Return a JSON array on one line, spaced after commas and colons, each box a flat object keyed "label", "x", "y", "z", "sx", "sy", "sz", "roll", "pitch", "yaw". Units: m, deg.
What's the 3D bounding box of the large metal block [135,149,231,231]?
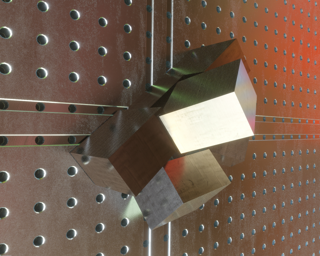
[{"label": "large metal block", "x": 0.026, "y": 0.076, "z": 0.385, "sx": 0.081, "sy": 0.080, "sz": 0.050, "roll": -11, "pitch": 61, "yaw": -39}]

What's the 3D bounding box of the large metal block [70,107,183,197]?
[{"label": "large metal block", "x": -0.037, "y": 0.022, "z": 0.340, "sx": 0.080, "sy": 0.080, "sz": 0.050, "roll": -46, "pitch": 118, "yaw": -30}]

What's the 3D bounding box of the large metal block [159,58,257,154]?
[{"label": "large metal block", "x": 0.056, "y": -0.025, "z": 0.337, "sx": 0.050, "sy": 0.080, "sz": 0.080, "roll": 60, "pitch": 31, "yaw": -23}]

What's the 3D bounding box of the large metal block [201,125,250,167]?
[{"label": "large metal block", "x": 0.093, "y": 0.007, "z": 0.441, "sx": 0.050, "sy": 0.080, "sz": 0.080, "roll": 15, "pitch": 77, "yaw": 3}]

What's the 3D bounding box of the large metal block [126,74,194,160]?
[{"label": "large metal block", "x": 0.010, "y": -0.011, "z": 0.402, "sx": 0.080, "sy": 0.050, "sz": 0.080, "roll": -47, "pitch": 118, "yaw": -30}]

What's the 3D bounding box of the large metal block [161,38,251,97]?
[{"label": "large metal block", "x": 0.062, "y": -0.073, "z": 0.424, "sx": 0.080, "sy": 0.080, "sz": 0.050, "roll": -47, "pitch": 119, "yaw": -30}]
